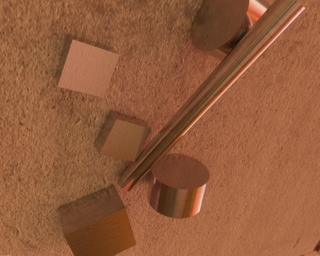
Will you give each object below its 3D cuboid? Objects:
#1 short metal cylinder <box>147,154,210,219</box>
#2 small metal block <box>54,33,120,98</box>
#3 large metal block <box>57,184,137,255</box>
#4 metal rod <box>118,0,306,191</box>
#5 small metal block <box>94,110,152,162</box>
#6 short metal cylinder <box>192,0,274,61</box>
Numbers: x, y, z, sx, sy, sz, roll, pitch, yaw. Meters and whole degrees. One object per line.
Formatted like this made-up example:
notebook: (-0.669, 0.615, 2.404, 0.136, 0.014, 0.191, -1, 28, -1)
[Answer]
short metal cylinder: (0.025, 0.079, 0.434, 0.081, 0.080, 0.050, -7, 121, -25)
small metal block: (-0.077, -0.065, 0.325, 0.050, 0.025, 0.050, 11, 113, -33)
large metal block: (-0.086, 0.137, 0.429, 0.081, 0.050, 0.080, -21, 127, -16)
metal rod: (0.036, -0.019, 0.353, 0.025, 0.025, 0.298, 16, 129, -35)
small metal block: (-0.047, 0.011, 0.388, 0.050, 0.025, 0.050, 17, 109, -35)
short metal cylinder: (0.082, -0.114, 0.346, 0.050, 0.080, 0.080, 18, 109, -35)
